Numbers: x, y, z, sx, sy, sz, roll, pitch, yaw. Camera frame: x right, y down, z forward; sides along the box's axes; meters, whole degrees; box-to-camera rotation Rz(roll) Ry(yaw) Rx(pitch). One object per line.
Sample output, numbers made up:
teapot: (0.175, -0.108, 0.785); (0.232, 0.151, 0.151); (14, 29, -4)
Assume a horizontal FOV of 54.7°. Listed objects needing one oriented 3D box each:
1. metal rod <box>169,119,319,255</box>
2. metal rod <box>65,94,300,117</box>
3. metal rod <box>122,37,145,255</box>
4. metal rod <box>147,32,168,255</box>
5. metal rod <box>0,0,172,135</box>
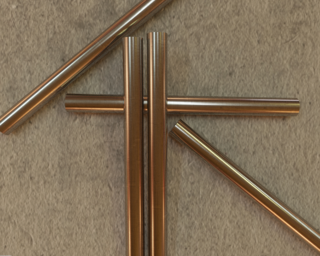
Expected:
metal rod: (0.136, 0.092, 0.411); (0.300, 0.025, 0.025); (39, 90, -1)
metal rod: (0.029, -0.030, 0.410); (0.302, 0.025, 0.025); (1, 90, -1)
metal rod: (-0.033, 0.040, 0.392); (0.025, 0.025, 0.298); (0, 97, -1)
metal rod: (-0.003, 0.034, 0.391); (0.025, 0.025, 0.298); (0, 97, -1)
metal rod: (-0.092, -0.096, 0.408); (0.300, 0.025, 0.025); (-40, 91, -1)
